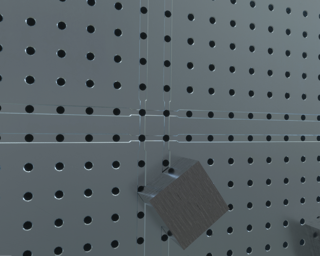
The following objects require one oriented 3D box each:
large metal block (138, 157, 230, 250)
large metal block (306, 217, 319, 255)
[{"bbox_3d":[0.031,0.097,0.412,0.080,0.050,0.080,-36,102,-17],"label":"large metal block"},{"bbox_3d":[0.300,0.188,0.513,0.081,0.050,0.080,-18,96,-20],"label":"large metal block"}]
